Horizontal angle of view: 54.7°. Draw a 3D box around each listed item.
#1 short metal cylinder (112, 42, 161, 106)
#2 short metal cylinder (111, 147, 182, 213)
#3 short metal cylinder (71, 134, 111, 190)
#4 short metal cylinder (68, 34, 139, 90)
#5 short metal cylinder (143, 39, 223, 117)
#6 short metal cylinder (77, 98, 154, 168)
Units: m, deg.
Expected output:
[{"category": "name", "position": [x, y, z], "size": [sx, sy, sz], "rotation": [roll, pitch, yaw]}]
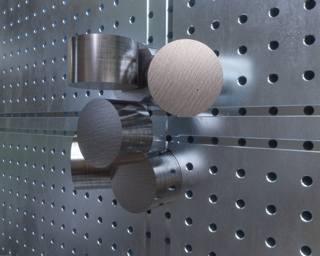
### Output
[{"category": "short metal cylinder", "position": [-0.021, -0.069, 0.410], "size": [0.080, 0.050, 0.079], "rotation": [1, 91, 40]}, {"category": "short metal cylinder", "position": [-0.019, 0.067, 0.408], "size": [0.080, 0.050, 0.079], "rotation": [1, 91, 39]}, {"category": "short metal cylinder", "position": [-0.093, 0.047, 0.444], "size": [0.050, 0.080, 0.080], "rotation": [-2, 89, -4]}, {"category": "short metal cylinder", "position": [-0.065, -0.073, 0.360], "size": [0.080, 0.081, 0.050], "rotation": [1, 91, 40]}, {"category": "short metal cylinder", "position": [0.023, -0.055, 0.345], "size": [0.050, 0.081, 0.079], "rotation": [-138, 56, -78]}, {"category": "short metal cylinder", "position": [-0.055, 0.006, 0.372], "size": [0.080, 0.050, 0.079], "rotation": [0, 90, 40]}]
